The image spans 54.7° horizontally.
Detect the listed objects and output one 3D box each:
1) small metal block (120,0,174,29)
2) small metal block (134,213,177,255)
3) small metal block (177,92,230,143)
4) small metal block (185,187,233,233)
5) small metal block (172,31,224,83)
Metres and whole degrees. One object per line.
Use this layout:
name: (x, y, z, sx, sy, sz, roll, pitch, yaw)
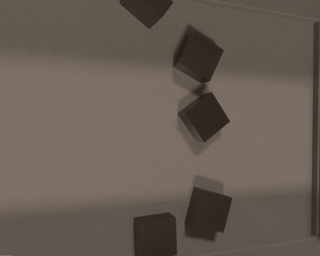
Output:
small metal block: (-0.018, -0.158, 0.391, 0.050, 0.050, 0.025, 37, 78, -17)
small metal block: (-0.006, 0.143, 0.410, 0.050, 0.025, 0.050, -2, 91, -20)
small metal block: (0.062, -0.015, 0.435, 0.050, 0.025, 0.050, -37, 102, -16)
small metal block: (0.069, 0.115, 0.438, 0.050, 0.025, 0.050, 18, 84, -20)
small metal block: (0.053, -0.097, 0.431, 0.050, 0.025, 0.050, 27, 81, -18)
